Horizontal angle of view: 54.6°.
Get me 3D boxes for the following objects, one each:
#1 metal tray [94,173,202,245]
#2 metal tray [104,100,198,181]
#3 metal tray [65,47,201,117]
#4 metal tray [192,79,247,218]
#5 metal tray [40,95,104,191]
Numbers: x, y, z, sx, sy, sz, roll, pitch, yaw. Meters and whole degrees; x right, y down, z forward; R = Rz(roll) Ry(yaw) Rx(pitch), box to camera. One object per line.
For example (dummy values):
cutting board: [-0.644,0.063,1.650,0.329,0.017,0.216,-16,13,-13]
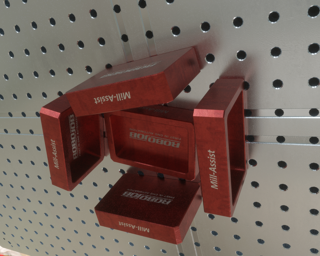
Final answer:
metal tray: [-0.015,0.110,0.446,0.130,0.090,0.030,4,120,26]
metal tray: [-0.009,0.015,0.421,0.130,0.030,0.089,11,123,22]
metal tray: [-0.030,-0.052,0.353,0.130,0.090,0.030,-6,115,31]
metal tray: [0.071,0.021,0.344,0.030,0.090,0.129,4,120,26]
metal tray: [-0.119,0.013,0.441,0.030,0.090,0.129,17,125,19]
